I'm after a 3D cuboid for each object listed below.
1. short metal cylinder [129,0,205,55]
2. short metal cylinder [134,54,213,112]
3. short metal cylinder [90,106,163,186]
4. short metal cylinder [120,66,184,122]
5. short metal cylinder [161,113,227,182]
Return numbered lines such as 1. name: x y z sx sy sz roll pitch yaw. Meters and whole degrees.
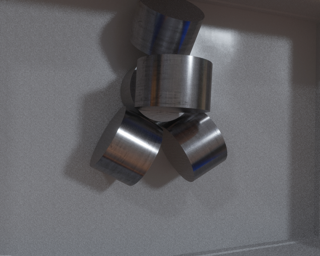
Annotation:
1. short metal cylinder: 0.007 -0.124 0.375 0.081 0.080 0.050 4 131 -20
2. short metal cylinder: 0.014 -0.044 0.331 0.081 0.080 0.050 3 89 -20
3. short metal cylinder: -0.040 0.021 0.365 0.050 0.080 0.080 31 80 -17
4. short metal cylinder: -0.005 -0.047 0.392 0.081 0.050 0.080 0 90 -20
5. short metal cylinder: 0.039 0.021 0.394 0.050 0.080 0.080 -30 100 -17
